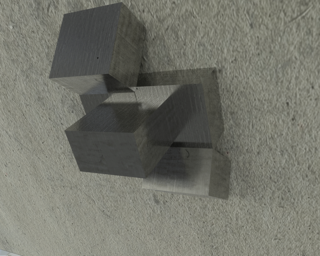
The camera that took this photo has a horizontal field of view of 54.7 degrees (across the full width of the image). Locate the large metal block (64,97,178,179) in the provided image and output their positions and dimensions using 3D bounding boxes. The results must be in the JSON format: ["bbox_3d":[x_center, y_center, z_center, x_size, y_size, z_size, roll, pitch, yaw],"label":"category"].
[{"bbox_3d":[-0.037,0.006,0.331,0.080,0.080,0.050,1,119,27],"label":"large metal block"}]

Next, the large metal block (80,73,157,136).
[{"bbox_3d":[-0.047,-0.022,0.399,0.080,0.050,0.079,1,119,27],"label":"large metal block"}]

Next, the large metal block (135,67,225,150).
[{"bbox_3d":[0.025,-0.022,0.362,0.080,0.050,0.079,1,119,27],"label":"large metal block"}]

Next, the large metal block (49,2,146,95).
[{"bbox_3d":[-0.068,-0.085,0.347,0.080,0.050,0.080,1,75,28],"label":"large metal block"}]

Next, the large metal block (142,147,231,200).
[{"bbox_3d":[0.036,0.056,0.380,0.080,0.080,0.050,1,75,27],"label":"large metal block"}]
